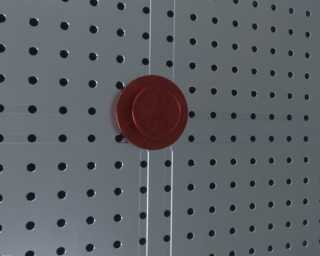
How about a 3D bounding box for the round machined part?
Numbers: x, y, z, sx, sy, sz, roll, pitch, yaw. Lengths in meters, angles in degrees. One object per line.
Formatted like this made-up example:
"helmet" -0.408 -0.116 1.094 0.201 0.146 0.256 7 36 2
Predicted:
"round machined part" -0.008 -0.020 0.400 0.099 0.042 0.097 0 90 -20
